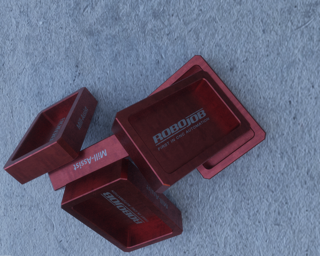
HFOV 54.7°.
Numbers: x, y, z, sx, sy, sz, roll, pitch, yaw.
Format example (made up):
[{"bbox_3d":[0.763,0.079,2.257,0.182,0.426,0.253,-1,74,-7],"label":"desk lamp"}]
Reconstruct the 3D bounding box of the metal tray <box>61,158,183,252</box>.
[{"bbox_3d":[-0.041,0.100,0.377,0.090,0.130,0.030,-26,37,18],"label":"metal tray"}]

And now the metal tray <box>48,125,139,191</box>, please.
[{"bbox_3d":[-0.065,0.037,0.397,0.130,0.090,0.030,-26,82,18],"label":"metal tray"}]

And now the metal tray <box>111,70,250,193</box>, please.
[{"bbox_3d":[0.025,-0.001,0.341,0.131,0.030,0.090,-30,77,-28],"label":"metal tray"}]

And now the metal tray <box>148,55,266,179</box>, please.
[{"bbox_3d":[0.056,-0.014,0.387,0.090,0.030,0.130,-40,78,15],"label":"metal tray"}]

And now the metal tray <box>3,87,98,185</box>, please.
[{"bbox_3d":[-0.137,0.005,0.407,0.090,0.130,0.030,-25,120,18],"label":"metal tray"}]
